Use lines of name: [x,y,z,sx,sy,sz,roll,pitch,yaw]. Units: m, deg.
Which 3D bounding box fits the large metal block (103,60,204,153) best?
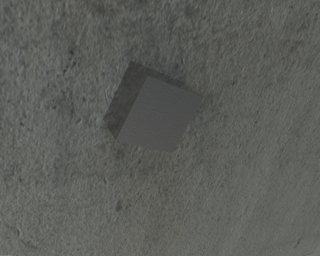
large metal block: [-0.009,-0.023,0.371,0.080,0.050,0.080,16,110,-35]
